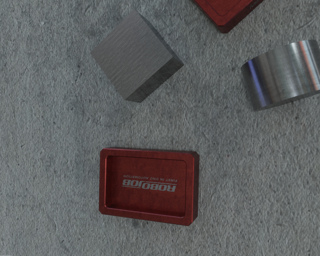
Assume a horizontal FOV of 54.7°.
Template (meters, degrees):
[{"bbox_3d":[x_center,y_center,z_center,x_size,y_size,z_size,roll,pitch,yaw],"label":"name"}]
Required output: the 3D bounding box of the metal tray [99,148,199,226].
[{"bbox_3d":[-0.016,0.074,0.411,0.130,0.030,0.089,2,91,19],"label":"metal tray"}]

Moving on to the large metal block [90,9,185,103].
[{"bbox_3d":[-0.029,-0.091,0.406,0.080,0.050,0.080,-40,78,15],"label":"large metal block"}]

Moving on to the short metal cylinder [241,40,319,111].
[{"bbox_3d":[0.134,-0.054,0.332,0.080,0.080,0.050,-17,84,19],"label":"short metal cylinder"}]

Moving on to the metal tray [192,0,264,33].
[{"bbox_3d":[0.097,-0.192,0.371,0.130,0.030,0.090,-41,77,15],"label":"metal tray"}]
